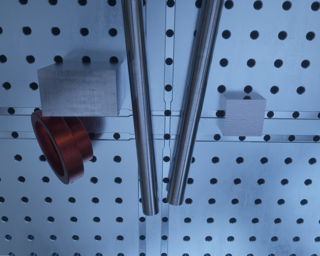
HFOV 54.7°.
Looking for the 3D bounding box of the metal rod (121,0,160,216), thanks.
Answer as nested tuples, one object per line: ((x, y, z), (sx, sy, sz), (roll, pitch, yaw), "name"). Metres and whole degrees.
((-0.023, -0.017, 0.406), (0.025, 0.025, 0.298), (-4, 110, 1), "metal rod")

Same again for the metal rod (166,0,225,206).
((0.043, -0.032, 0.402), (0.025, 0.025, 0.298), (8, 110, -3), "metal rod")

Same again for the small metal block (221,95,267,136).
((0.109, -0.017, 0.409), (0.050, 0.025, 0.050), (0, 110, -1), "small metal block")

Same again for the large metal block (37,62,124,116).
((-0.086, -0.049, 0.364), (0.081, 0.080, 0.050), (0, 108, -1), "large metal block")

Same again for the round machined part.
((-0.120, 0.018, 0.390), (0.042, 0.098, 0.097), (-27, 113, -30), "round machined part")
